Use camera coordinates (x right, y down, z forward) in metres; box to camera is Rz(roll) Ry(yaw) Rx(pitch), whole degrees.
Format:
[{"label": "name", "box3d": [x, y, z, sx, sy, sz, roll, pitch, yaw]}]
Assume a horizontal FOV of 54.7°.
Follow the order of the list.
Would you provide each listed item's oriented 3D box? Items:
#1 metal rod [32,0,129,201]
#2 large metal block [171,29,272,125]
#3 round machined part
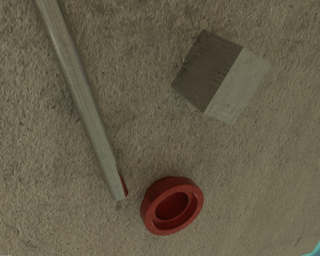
[{"label": "metal rod", "box3d": [-0.082, -0.026, 0.345, 0.025, 0.025, 0.298, -23, 127, -14]}, {"label": "large metal block", "box3d": [0.069, -0.062, 0.371, 0.050, 0.080, 0.080, 18, 109, -35]}, {"label": "round machined part", "box3d": [0.014, 0.113, 0.474, 0.099, 0.042, 0.097, -14, 124, -21]}]
